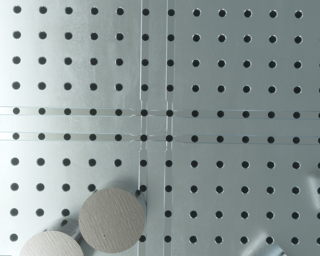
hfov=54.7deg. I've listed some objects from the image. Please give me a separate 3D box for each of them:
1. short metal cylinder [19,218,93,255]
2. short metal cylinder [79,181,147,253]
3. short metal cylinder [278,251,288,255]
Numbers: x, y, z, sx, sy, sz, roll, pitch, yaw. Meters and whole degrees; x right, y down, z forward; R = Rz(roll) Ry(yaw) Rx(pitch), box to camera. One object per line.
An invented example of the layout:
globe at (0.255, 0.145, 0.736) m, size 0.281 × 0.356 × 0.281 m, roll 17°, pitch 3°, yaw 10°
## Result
short metal cylinder at (-0.132, 0.164, 0.400) m, size 0.081 × 0.050 × 0.079 m, roll 0°, pitch 90°, yaw 0°
short metal cylinder at (-0.058, 0.112, 0.400) m, size 0.081 × 0.050 × 0.079 m, roll 0°, pitch 90°, yaw 0°
short metal cylinder at (0.170, 0.203, 0.387) m, size 0.080 × 0.080 × 0.050 m, roll 42°, pitch 90°, yaw 0°
